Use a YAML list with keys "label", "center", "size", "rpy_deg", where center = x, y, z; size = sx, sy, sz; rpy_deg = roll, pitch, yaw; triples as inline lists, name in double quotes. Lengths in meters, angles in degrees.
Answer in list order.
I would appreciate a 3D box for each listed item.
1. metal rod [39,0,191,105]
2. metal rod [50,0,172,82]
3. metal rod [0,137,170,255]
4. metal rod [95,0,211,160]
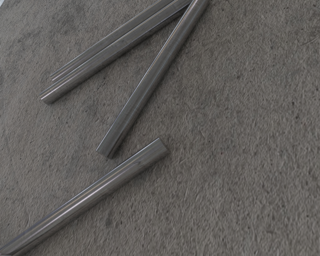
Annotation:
- label: "metal rod"
  center: [-0.076, -0.131, 0.524]
  size: [0.300, 0.025, 0.025]
  rpy_deg: [-33, 52, 6]
- label: "metal rod"
  center: [-0.062, -0.165, 0.537]
  size: [0.300, 0.025, 0.025]
  rpy_deg: [-33, 52, 6]
- label: "metal rod"
  center: [-0.117, 0.107, 0.399]
  size: [0.300, 0.025, 0.025]
  rpy_deg: [-35, 51, 4]
- label: "metal rod"
  center: [-0.003, -0.088, 0.459]
  size: [0.025, 0.025, 0.300]
  rpy_deg: [20, 72, 35]
